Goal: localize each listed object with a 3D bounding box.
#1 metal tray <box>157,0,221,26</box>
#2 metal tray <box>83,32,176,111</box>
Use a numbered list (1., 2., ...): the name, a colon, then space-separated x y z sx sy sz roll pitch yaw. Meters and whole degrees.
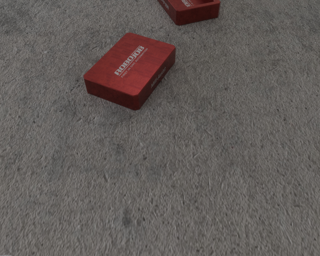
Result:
1. metal tray: 0.050 -0.258 0.616 0.091 0.030 0.130 -16 52 -14
2. metal tray: -0.043 -0.092 0.477 0.090 0.030 0.130 21 53 17
